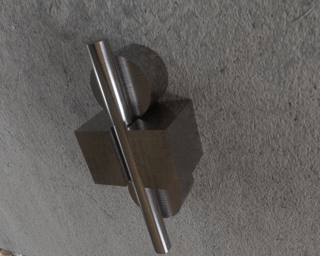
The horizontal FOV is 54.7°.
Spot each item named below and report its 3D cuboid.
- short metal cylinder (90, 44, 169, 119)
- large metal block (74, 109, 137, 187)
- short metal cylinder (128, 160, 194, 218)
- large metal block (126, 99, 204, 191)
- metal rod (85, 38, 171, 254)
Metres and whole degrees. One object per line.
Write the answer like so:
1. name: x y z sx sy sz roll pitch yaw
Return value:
1. short metal cylinder: -0.036 -0.056 0.376 0.080 0.050 0.079 13 123 21
2. large metal block: -0.057 0.020 0.415 0.050 0.080 0.080 -1 118 28
3. short metal cylinder: 0.002 0.080 0.441 0.080 0.050 0.079 13 123 21
4. large metal block: 0.010 0.018 0.379 0.050 0.080 0.080 -1 118 28
5. metal rod: -0.031 0.041 0.385 0.025 0.025 0.298 -1 118 28
